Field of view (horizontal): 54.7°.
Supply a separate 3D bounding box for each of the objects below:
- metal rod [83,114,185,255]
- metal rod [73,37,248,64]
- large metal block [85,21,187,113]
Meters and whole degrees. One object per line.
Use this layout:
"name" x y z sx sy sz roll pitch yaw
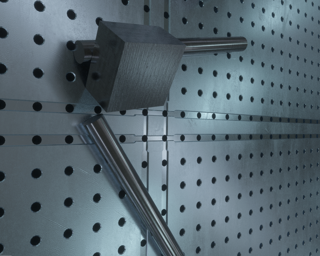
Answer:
"metal rod" -0.012 0.114 0.401 0.025 0.025 0.299 -41 115 -32
"metal rod" 0.025 -0.113 0.431 0.302 0.025 0.025 -15 100 -39
"large metal block" -0.028 -0.068 0.346 0.081 0.050 0.079 -10 133 -40
